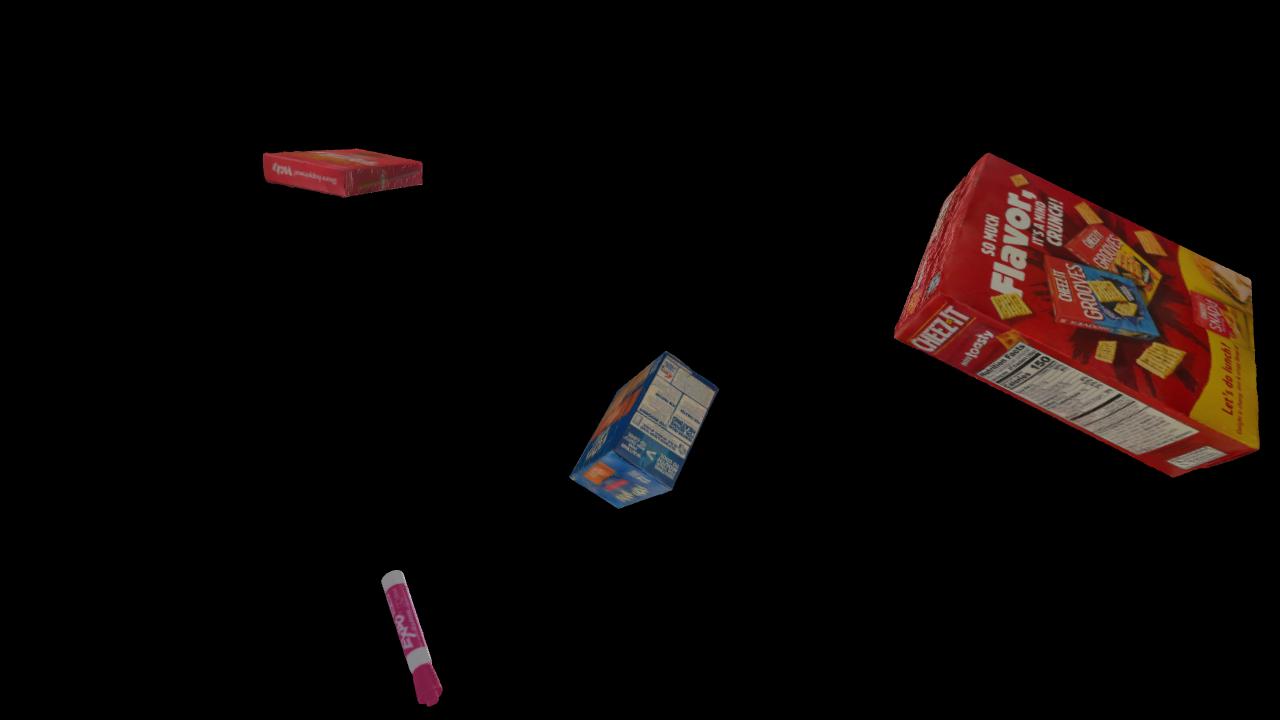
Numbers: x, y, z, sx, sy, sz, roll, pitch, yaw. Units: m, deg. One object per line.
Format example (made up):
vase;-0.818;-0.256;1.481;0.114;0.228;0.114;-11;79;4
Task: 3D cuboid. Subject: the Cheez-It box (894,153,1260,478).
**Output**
Cheez-It box;0.326;-0.039;0.463;0.223;0.166;0.071;28;-30;6

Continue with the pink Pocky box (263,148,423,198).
pink Pocky box;-0.300;-0.197;0.639;0.084;0.029;0.155;12;22;5

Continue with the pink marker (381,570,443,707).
pink marker;-0.185;0.222;0.497;0.020;0.020;0.121;0;33;-38

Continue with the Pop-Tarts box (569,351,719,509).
Pop-Tarts box;0.001;0.090;0.745;0.083;0.141;0.167;33;-28;-8
